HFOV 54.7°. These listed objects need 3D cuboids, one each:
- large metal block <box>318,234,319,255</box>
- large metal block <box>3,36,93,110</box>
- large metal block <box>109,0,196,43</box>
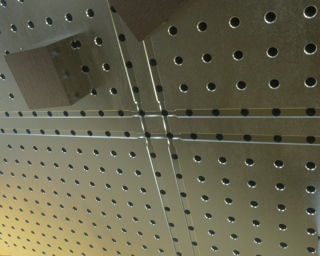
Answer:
[{"bbox_3d":[0.232,0.178,0.364,0.050,0.080,0.080,-31,101,38],"label":"large metal block"},{"bbox_3d":[-0.152,-0.074,0.427,0.080,0.050,0.080,-3,117,29],"label":"large metal block"},{"bbox_3d":[-0.007,-0.147,0.307,0.080,0.050,0.080,-29,103,37],"label":"large metal block"}]
